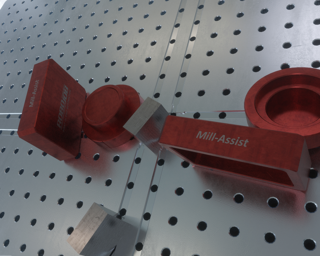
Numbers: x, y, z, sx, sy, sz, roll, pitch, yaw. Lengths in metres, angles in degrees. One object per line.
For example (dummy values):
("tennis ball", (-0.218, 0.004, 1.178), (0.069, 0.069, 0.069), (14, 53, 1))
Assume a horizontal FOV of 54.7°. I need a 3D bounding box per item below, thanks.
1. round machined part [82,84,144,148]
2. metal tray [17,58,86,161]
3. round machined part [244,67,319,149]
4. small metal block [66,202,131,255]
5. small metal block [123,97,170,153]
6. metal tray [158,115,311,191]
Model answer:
("round machined part", (-0.073, -0.024, 0.451), (0.098, 0.042, 0.098), (-13, 56, 21))
("metal tray", (-0.156, -0.027, 0.465), (0.030, 0.090, 0.130), (-15, 56, 20))
("round machined part", (0.142, -0.016, 0.325), (0.098, 0.042, 0.098), (-13, 46, 14))
("small metal block", (-0.069, 0.119, 0.355), (0.025, 0.050, 0.050), (27, 77, 37))
("small metal block", (-0.012, -0.004, 0.401), (0.025, 0.050, 0.050), (33, 80, 38))
("metal tray", (0.075, 0.025, 0.309), (0.130, 0.090, 0.030), (10, 75, 32))
